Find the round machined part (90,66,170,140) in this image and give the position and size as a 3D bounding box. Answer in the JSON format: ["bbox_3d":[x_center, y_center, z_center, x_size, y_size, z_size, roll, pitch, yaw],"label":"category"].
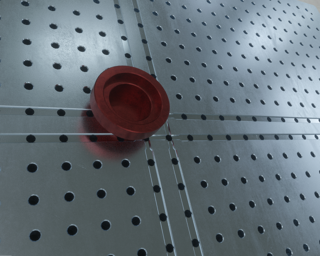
[{"bbox_3d":[-0.040,-0.028,0.394,0.099,0.042,0.098,14,56,-21],"label":"round machined part"}]
